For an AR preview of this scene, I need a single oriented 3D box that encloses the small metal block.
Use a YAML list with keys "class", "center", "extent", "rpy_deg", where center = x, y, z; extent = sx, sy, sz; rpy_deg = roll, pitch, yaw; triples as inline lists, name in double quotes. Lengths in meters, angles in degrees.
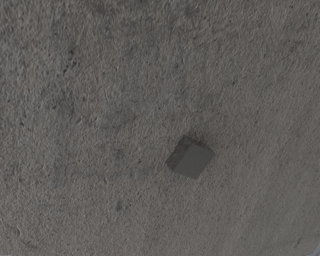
- class: "small metal block"
  center: [0.045, 0.044, 0.458]
  extent: [0.050, 0.025, 0.050]
  rpy_deg: [24, 105, -37]
